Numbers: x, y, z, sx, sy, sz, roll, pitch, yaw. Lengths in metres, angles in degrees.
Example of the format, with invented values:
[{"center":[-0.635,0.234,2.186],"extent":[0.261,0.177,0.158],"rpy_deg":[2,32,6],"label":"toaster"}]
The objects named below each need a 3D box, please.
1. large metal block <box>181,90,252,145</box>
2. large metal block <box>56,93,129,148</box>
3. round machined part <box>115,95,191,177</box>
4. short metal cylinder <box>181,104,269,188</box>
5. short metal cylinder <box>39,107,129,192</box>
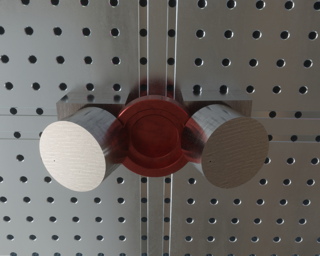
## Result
[{"center":[0.068,-0.004,0.399],"extent":[0.080,0.050,0.079],"rpy_deg":[-1,110,0],"label":"large metal block"},{"center":[-0.082,0.000,0.399],"extent":[0.081,0.050,0.079],"rpy_deg":[1,110,-1],"label":"large metal block"},{"center":[-0.007,0.007,0.375],"extent":[0.099,0.042,0.097],"rpy_deg":[0,110,0],"label":"round machined part"},{"center":[0.070,0.019,0.340],"extent":[0.081,0.050,0.079],"rpy_deg":[-7,111,-19],"label":"short metal cylinder"},{"center":[-0.082,0.022,0.340],"extent":[0.080,0.050,0.079],"rpy_deg":[8,113,20],"label":"short metal cylinder"}]
